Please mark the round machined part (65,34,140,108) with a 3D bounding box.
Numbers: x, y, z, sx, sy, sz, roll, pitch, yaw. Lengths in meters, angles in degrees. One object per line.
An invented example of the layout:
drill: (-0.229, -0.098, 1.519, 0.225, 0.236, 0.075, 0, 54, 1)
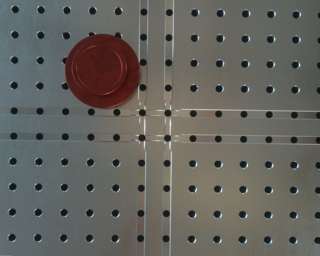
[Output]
round machined part: (-0.075, -0.074, 0.404, 0.099, 0.042, 0.097, 0, 90, -1)
